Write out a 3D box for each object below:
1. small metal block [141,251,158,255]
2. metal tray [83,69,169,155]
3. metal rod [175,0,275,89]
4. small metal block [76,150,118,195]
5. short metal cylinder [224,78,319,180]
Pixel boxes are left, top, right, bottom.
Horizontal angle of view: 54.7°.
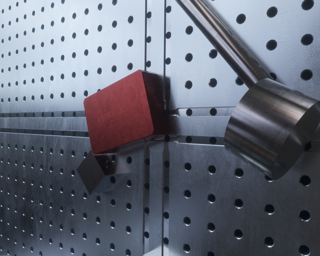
[{"bbox_3d":[-0.007,0.203,0.413,0.050,0.025,0.050,17,101,38],"label":"small metal block"},{"bbox_3d":[-0.054,-0.019,0.448,0.130,0.030,0.090,-20,78,38],"label":"metal tray"},{"bbox_3d":[0.034,-0.157,0.379,0.025,0.025,0.299,-47,63,30],"label":"metal rod"},{"bbox_3d":[-0.100,0.069,0.489,0.050,0.025,0.050,-50,61,28],"label":"small metal block"},{"bbox_3d":[0.105,0.001,0.286,0.050,0.081,0.079,34,111,34],"label":"short metal cylinder"}]
